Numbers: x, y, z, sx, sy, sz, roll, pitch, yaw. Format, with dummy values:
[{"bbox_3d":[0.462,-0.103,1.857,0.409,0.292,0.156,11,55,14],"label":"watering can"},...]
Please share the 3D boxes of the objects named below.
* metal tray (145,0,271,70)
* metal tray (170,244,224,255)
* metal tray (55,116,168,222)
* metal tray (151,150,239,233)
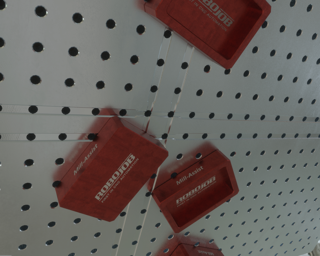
[{"bbox_3d":[0.059,-0.136,0.354,0.131,0.030,0.090,25,105,-37],"label":"metal tray"},{"bbox_3d":[0.065,0.281,0.615,0.131,0.030,0.090,26,104,-37],"label":"metal tray"},{"bbox_3d":[-0.062,0.058,0.409,0.090,0.030,0.130,33,100,-38],"label":"metal tray"},{"bbox_3d":[0.061,0.105,0.504,0.131,0.030,0.090,-31,129,-8],"label":"metal tray"}]
